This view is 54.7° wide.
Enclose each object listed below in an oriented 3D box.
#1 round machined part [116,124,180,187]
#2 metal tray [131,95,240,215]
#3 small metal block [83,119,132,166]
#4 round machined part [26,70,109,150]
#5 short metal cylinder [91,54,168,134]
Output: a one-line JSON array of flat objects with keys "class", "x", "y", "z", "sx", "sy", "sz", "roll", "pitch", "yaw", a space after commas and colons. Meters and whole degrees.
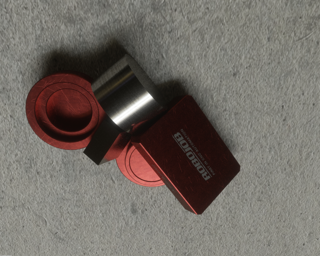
[{"class": "round machined part", "x": -0.011, "y": 0.037, "z": 0.415, "sx": 0.099, "sy": 0.042, "sz": 0.097, "roll": 0, "pitch": 110, "yaw": -1}, {"class": "metal tray", "x": 0.036, "y": 0.034, "z": 0.398, "sx": 0.090, "sy": 0.030, "sz": 0.130, "roll": -43, "pitch": 108, "yaw": -19}, {"class": "small metal block", "x": -0.060, "y": 0.015, "z": 0.383, "sx": 0.025, "sy": 0.050, "sz": 0.050, "roll": 39, "pitch": 107, "yaw": 12}, {"class": "round machined part", "x": -0.112, "y": -0.025, "z": 0.391, "sx": 0.099, "sy": 0.042, "sz": 0.097, "roll": 0, "pitch": 110, "yaw": -1}, {"class": "short metal cylinder", "x": -0.035, "y": -0.040, "z": 0.367, "sx": 0.050, "sy": 0.080, "sz": 0.080, "roll": -36, "pitch": 107, "yaw": 12}]
